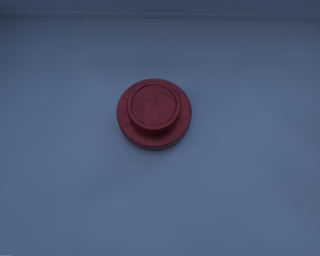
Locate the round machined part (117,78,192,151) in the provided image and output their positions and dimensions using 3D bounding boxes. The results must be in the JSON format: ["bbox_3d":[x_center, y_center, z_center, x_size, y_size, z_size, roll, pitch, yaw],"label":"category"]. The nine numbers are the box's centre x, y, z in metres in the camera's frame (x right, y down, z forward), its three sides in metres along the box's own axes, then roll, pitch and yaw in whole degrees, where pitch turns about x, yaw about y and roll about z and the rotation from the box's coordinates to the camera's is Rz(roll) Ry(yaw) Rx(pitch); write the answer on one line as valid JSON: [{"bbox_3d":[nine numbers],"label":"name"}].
[{"bbox_3d":[-0.007,-0.022,0.406,0.099,0.042,0.098,0,70,0],"label":"round machined part"}]
